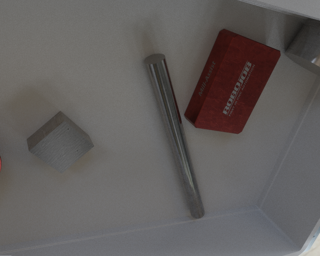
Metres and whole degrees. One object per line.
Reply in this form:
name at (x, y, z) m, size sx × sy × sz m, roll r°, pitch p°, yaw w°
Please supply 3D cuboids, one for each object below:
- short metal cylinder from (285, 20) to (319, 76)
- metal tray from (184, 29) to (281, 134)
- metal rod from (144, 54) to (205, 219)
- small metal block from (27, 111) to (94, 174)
short metal cylinder at (0.225, -0.107, 0.433) m, size 0.080 × 0.080 × 0.050 m, roll 20°, pitch 108°, yaw -36°
metal tray at (0.098, -0.058, 0.425) m, size 0.091 × 0.030 × 0.129 m, roll 8°, pitch 114°, yaw -32°
metal rod at (0.030, 0.034, 0.447) m, size 0.025 × 0.025 × 0.298 m, roll -27°, pitch 128°, yaw -12°
small metal block at (-0.114, 0.017, 0.358) m, size 0.050 × 0.025 × 0.050 m, roll -41°, pitch 130°, yaw -1°
